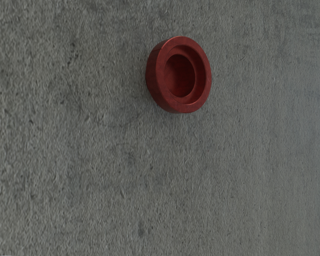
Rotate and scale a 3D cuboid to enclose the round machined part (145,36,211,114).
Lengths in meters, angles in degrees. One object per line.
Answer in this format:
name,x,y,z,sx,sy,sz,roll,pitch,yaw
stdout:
round machined part,0.020,-0.068,0.409,0.099,0.042,0.097,0,90,-40
